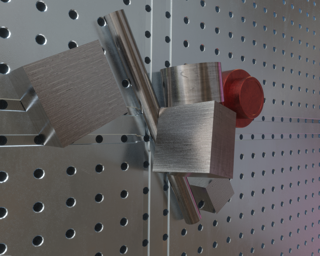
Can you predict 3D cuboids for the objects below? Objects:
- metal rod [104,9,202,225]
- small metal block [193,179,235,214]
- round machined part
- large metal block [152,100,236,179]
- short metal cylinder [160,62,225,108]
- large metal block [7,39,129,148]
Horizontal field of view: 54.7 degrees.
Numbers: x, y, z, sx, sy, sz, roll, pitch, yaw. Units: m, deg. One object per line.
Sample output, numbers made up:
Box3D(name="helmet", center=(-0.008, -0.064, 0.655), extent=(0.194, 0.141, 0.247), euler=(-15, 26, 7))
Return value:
Box3D(name="metal rod", center=(-0.003, -0.001, 0.406), extent=(0.025, 0.025, 0.298), euler=(-33, 111, -35))
Box3D(name="small metal block", center=(0.084, 0.095, 0.480), extent=(0.050, 0.025, 0.050), euler=(-38, 113, -34))
Box3D(name="round machined part", center=(0.135, -0.049, 0.511), extent=(0.099, 0.042, 0.097), euler=(0, 90, -40))
Box3D(name="large metal block", center=(0.042, 0.017, 0.374), extent=(0.050, 0.080, 0.080), euler=(21, 71, -46))
Box3D(name="short metal cylinder", center=(0.042, -0.056, 0.409), extent=(0.081, 0.080, 0.050), euler=(-12, 98, -39))
Box3D(name="large metal block", center=(-0.091, -0.035, 0.316), extent=(0.081, 0.050, 0.080), euler=(-33, 111, -35))
